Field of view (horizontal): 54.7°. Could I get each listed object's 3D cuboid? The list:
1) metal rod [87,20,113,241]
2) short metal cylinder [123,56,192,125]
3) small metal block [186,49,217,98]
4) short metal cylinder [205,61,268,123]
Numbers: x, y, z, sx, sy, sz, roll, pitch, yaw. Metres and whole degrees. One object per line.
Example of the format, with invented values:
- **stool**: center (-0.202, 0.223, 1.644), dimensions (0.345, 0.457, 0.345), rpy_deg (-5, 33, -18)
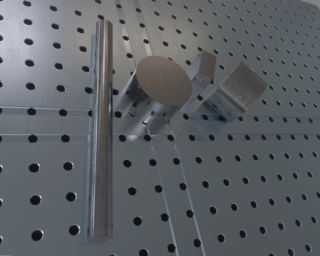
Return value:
- **metal rod**: center (-0.071, -0.020, 0.381), dimensions (0.025, 0.025, 0.299), rpy_deg (9, 58, -24)
- **short metal cylinder**: center (-0.004, -0.051, 0.421), dimensions (0.081, 0.050, 0.080), rpy_deg (14, 56, -21)
- **small metal block**: center (0.060, -0.083, 0.475), dimensions (0.025, 0.050, 0.050), rpy_deg (24, 53, -14)
- **short metal cylinder**: center (0.114, -0.054, 0.467), dimensions (0.050, 0.080, 0.080), rpy_deg (42, 51, 0)
